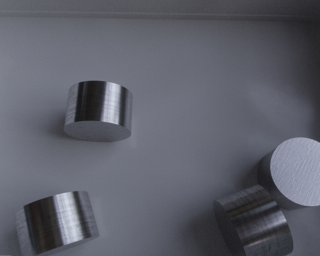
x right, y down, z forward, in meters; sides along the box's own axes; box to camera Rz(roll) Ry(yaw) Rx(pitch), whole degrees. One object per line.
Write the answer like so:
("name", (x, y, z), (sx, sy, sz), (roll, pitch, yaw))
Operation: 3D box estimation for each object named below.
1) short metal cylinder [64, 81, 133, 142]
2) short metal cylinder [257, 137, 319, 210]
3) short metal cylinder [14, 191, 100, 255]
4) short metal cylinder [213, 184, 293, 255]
("short metal cylinder", (-0.075, -0.018, 0.386), (0.081, 0.080, 0.050), (1, 70, 0))
("short metal cylinder", (0.167, 0.057, 0.378), (0.081, 0.050, 0.080), (0, 70, 0))
("short metal cylinder", (-0.112, 0.107, 0.340), (0.081, 0.080, 0.050), (-18, 71, -7))
("short metal cylinder", (0.100, 0.109, 0.342), (0.050, 0.080, 0.080), (-20, 72, -7))
